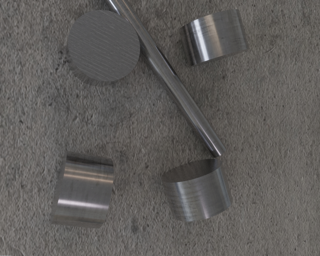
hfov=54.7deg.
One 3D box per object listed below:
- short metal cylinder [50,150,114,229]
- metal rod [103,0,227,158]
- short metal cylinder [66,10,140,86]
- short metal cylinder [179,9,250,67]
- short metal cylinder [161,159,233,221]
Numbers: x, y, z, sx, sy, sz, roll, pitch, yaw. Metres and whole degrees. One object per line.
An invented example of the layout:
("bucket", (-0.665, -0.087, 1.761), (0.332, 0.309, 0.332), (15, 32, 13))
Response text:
("short metal cylinder", (-0.088, 0.069, 0.347), (0.050, 0.080, 0.080), (13, 86, -20))
("metal rod", (-0.002, -0.084, 0.408), (0.025, 0.025, 0.299), (-39, 103, -16))
("short metal cylinder", (-0.070, -0.092, 0.370), (0.081, 0.050, 0.079), (0, 90, -20))
("short metal cylinder", (0.070, -0.115, 0.405), (0.081, 0.080, 0.050), (-19, 97, -19))
("short metal cylinder", (0.047, 0.077, 0.397), (0.081, 0.080, 0.050), (-19, 97, -19))
